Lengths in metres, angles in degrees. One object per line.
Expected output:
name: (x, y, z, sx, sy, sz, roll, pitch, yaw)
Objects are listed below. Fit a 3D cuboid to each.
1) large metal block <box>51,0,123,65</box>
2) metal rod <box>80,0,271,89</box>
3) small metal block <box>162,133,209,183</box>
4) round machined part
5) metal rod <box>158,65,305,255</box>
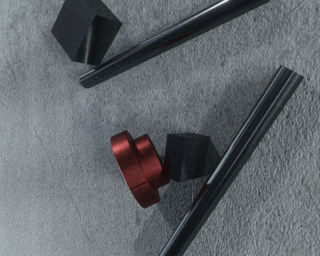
large metal block: (-0.116, -0.156, 0.482, 0.080, 0.050, 0.080, 52, 120, 27)
metal rod: (-0.006, -0.108, 0.407, 0.300, 0.025, 0.025, -16, 80, 38)
small metal block: (0.031, 0.033, 0.362, 0.025, 0.050, 0.050, 12, 97, 38)
round machined part: (-0.020, 0.046, 0.385, 0.042, 0.098, 0.098, -26, 70, 0)
metal rod: (0.063, 0.068, 0.351, 0.025, 0.025, 0.298, 42, 115, 32)
